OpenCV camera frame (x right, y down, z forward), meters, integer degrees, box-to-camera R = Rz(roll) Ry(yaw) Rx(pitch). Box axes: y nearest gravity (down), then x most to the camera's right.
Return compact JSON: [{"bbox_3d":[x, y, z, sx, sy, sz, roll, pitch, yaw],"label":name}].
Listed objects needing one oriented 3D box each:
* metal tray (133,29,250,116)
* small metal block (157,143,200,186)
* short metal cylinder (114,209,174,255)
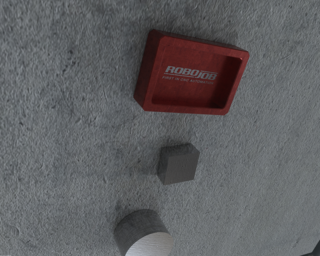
[{"bbox_3d":[0.040,-0.064,0.385,0.131,0.030,0.089,2,118,-29],"label":"metal tray"},{"bbox_3d":[0.026,0.053,0.454,0.050,0.025,0.050,-6,121,-26],"label":"small metal block"},{"bbox_3d":[-0.026,0.175,0.485,0.081,0.050,0.079,-14,124,-21],"label":"short metal cylinder"}]
